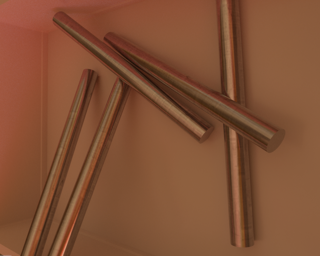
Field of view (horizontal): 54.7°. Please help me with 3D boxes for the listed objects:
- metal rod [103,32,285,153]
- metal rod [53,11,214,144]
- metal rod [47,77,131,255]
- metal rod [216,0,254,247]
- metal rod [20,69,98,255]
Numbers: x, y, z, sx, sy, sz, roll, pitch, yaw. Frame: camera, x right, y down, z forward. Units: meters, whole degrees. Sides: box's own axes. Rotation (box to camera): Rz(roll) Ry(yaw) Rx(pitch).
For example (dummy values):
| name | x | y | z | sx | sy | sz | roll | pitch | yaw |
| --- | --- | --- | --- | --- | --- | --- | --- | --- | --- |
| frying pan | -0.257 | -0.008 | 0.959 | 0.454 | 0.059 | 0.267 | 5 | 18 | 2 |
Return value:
| name | x | y | z | sx | sy | sz | roll | pitch | yaw |
| --- | --- | --- | --- | --- | --- | --- | --- | --- | --- |
| metal rod | 0.015 | -0.061 | 0.372 | 0.300 | 0.025 | 0.025 | 39 | 114 | 40 |
| metal rod | -0.051 | -0.080 | 0.422 | 0.300 | 0.025 | 0.025 | 40 | 115 | 23 |
| metal rod | -0.090 | 0.057 | 0.400 | 0.025 | 0.025 | 0.299 | 1 | 65 | 40 |
| metal rod | 0.081 | -0.025 | 0.339 | 0.025 | 0.025 | 0.298 | -5 | 87 | 40 |
| metal rod | -0.140 | 0.046 | 0.445 | 0.025 | 0.025 | 0.299 | -9 | 60 | 40 |
